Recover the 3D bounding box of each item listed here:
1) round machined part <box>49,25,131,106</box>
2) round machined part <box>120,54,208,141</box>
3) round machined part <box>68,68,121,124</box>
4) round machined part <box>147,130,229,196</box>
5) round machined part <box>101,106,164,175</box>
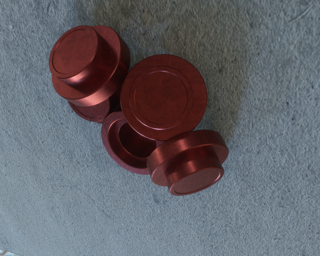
[{"bbox_3d":[-0.087,-0.078,0.356,0.098,0.098,0.042,1,160,27],"label":"round machined part"},{"bbox_3d":[0.003,-0.034,0.345,0.099,0.042,0.097,1,95,7],"label":"round machined part"},{"bbox_3d":[-0.086,-0.047,0.413,0.098,0.042,0.097,13,124,20],"label":"round machined part"},{"bbox_3d":[0.037,0.047,0.370,0.097,0.099,0.042,-50,48,39],"label":"round machined part"},{"bbox_3d":[-0.026,0.011,0.416,0.098,0.042,0.097,13,124,20],"label":"round machined part"}]
